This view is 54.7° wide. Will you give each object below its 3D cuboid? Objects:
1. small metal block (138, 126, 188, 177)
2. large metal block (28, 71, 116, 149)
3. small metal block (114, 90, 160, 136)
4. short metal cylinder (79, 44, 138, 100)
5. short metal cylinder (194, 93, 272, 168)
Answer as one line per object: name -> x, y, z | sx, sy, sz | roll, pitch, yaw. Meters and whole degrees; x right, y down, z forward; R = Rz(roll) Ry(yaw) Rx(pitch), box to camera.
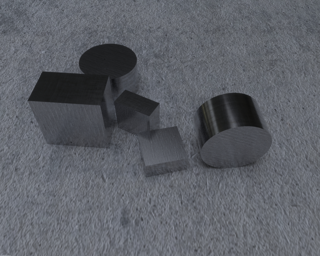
small metal block -> 0.002, 0.028, 0.380 | 0.050, 0.025, 0.050 | -10, 51, -9
large metal block -> -0.103, -0.021, 0.384 | 0.080, 0.080, 0.050 | 4, 50, 3
small metal block -> -0.028, -0.015, 0.400 | 0.050, 0.050, 0.025 | 23, 54, 18
short metal cylinder -> -0.073, -0.079, 0.452 | 0.081, 0.050, 0.080 | 0, 50, 0
short metal cylinder -> 0.084, 0.005, 0.365 | 0.081, 0.080, 0.050 | -4, 50, -4
